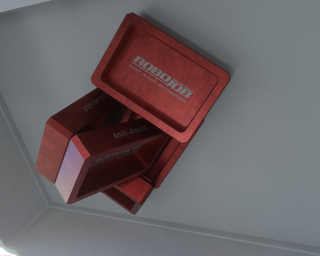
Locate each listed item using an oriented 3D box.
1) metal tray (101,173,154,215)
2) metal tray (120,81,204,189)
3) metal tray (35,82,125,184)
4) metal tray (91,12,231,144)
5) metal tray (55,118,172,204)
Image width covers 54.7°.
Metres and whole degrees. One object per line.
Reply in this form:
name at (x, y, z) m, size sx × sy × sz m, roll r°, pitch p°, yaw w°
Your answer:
metal tray at (-0.078, 0.075, 0.466) m, size 0.130 × 0.030 × 0.090 m, roll 34°, pitch 153°, yaw 5°
metal tray at (-0.011, 0.014, 0.416) m, size 0.090 × 0.030 × 0.129 m, roll 34°, pitch 129°, yaw 5°
metal tray at (-0.090, -0.001, 0.382) m, size 0.030 × 0.131 × 0.089 m, roll 35°, pitch 129°, yaw 6°
metal tray at (0.000, -0.055, 0.346) m, size 0.130 × 0.030 × 0.090 m, roll 34°, pitch 103°, yaw 5°
metal tray at (-0.050, 0.034, 0.369) m, size 0.030 × 0.131 × 0.089 m, roll 50°, pitch 132°, yaw 23°
